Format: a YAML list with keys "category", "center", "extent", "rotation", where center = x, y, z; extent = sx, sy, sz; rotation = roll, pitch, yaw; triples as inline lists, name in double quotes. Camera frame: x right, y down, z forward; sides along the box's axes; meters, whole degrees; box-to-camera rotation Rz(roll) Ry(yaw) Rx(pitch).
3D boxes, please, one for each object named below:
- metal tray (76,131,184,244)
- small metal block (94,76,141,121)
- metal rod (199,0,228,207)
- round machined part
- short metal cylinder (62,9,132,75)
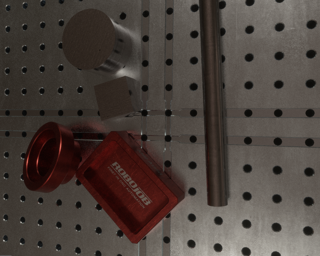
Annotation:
- category: "metal tray"
  center: [-0.043, 0.078, 0.423]
  extent: [0.130, 0.030, 0.090]
  rotation: [46, 104, 14]
- category: "small metal block"
  center: [-0.059, -0.040, 0.432]
  extent: [0.050, 0.025, 0.050]
  rotation: [-15, 85, 19]
- category: "metal rod"
  center: [0.066, -0.054, 0.388]
  extent: [0.025, 0.025, 0.298]
  rotation: [-3, 89, 19]
- category: "round machined part"
  center: [-0.150, 0.043, 0.440]
  extent: [0.098, 0.042, 0.098]
  rotation: [-19, 60, 38]
- category: "short metal cylinder"
  center: [-0.086, -0.116, 0.428]
  extent: [0.080, 0.050, 0.079]
  rotation: [0, 90, 19]
